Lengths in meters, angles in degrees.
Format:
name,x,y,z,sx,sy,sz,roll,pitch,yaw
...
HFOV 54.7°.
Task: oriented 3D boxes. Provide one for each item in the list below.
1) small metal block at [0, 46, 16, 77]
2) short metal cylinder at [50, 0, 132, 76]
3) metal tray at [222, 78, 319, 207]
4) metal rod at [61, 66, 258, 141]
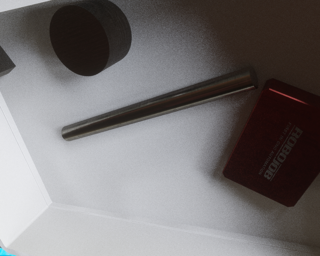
name,x,y,z,sx,sy,sz,roll,pitch,yaw
small metal block,-0.257,-0.100,0.463,0.025,0.050,0.050,-25,105,36
short metal cylinder,-0.081,-0.108,0.367,0.080,0.050,0.079,13,124,20
metal tray,0.135,0.020,0.346,0.090,0.030,0.129,25,127,12
metal rod,-0.023,-0.022,0.405,0.300,0.025,0.025,-14,111,33
